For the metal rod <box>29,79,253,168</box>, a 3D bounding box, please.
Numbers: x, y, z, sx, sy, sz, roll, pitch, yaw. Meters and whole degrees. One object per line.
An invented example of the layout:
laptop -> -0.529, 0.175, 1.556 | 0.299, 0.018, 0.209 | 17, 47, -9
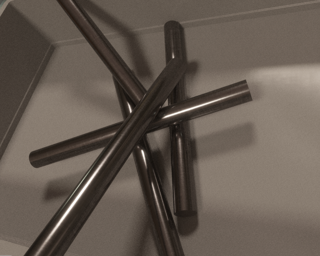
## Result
metal rod -> -0.037, 0.001, 0.389 | 0.301, 0.025, 0.025 | -18, 55, 17

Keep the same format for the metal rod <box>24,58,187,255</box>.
metal rod -> -0.037, 0.015, 0.318 | 0.025, 0.025, 0.301 | 4, 43, 29

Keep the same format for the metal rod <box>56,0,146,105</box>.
metal rod -> -0.099, -0.138, 0.453 | 0.025, 0.025, 0.299 | -38, 79, 3

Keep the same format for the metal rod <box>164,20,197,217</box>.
metal rod -> 0.023, -0.034, 0.413 | 0.025, 0.025, 0.299 | -15, 56, 19

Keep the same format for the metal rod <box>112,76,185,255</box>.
metal rod -> -0.023, 0.031, 0.397 | 0.025, 0.025, 0.299 | -27, 52, 11
